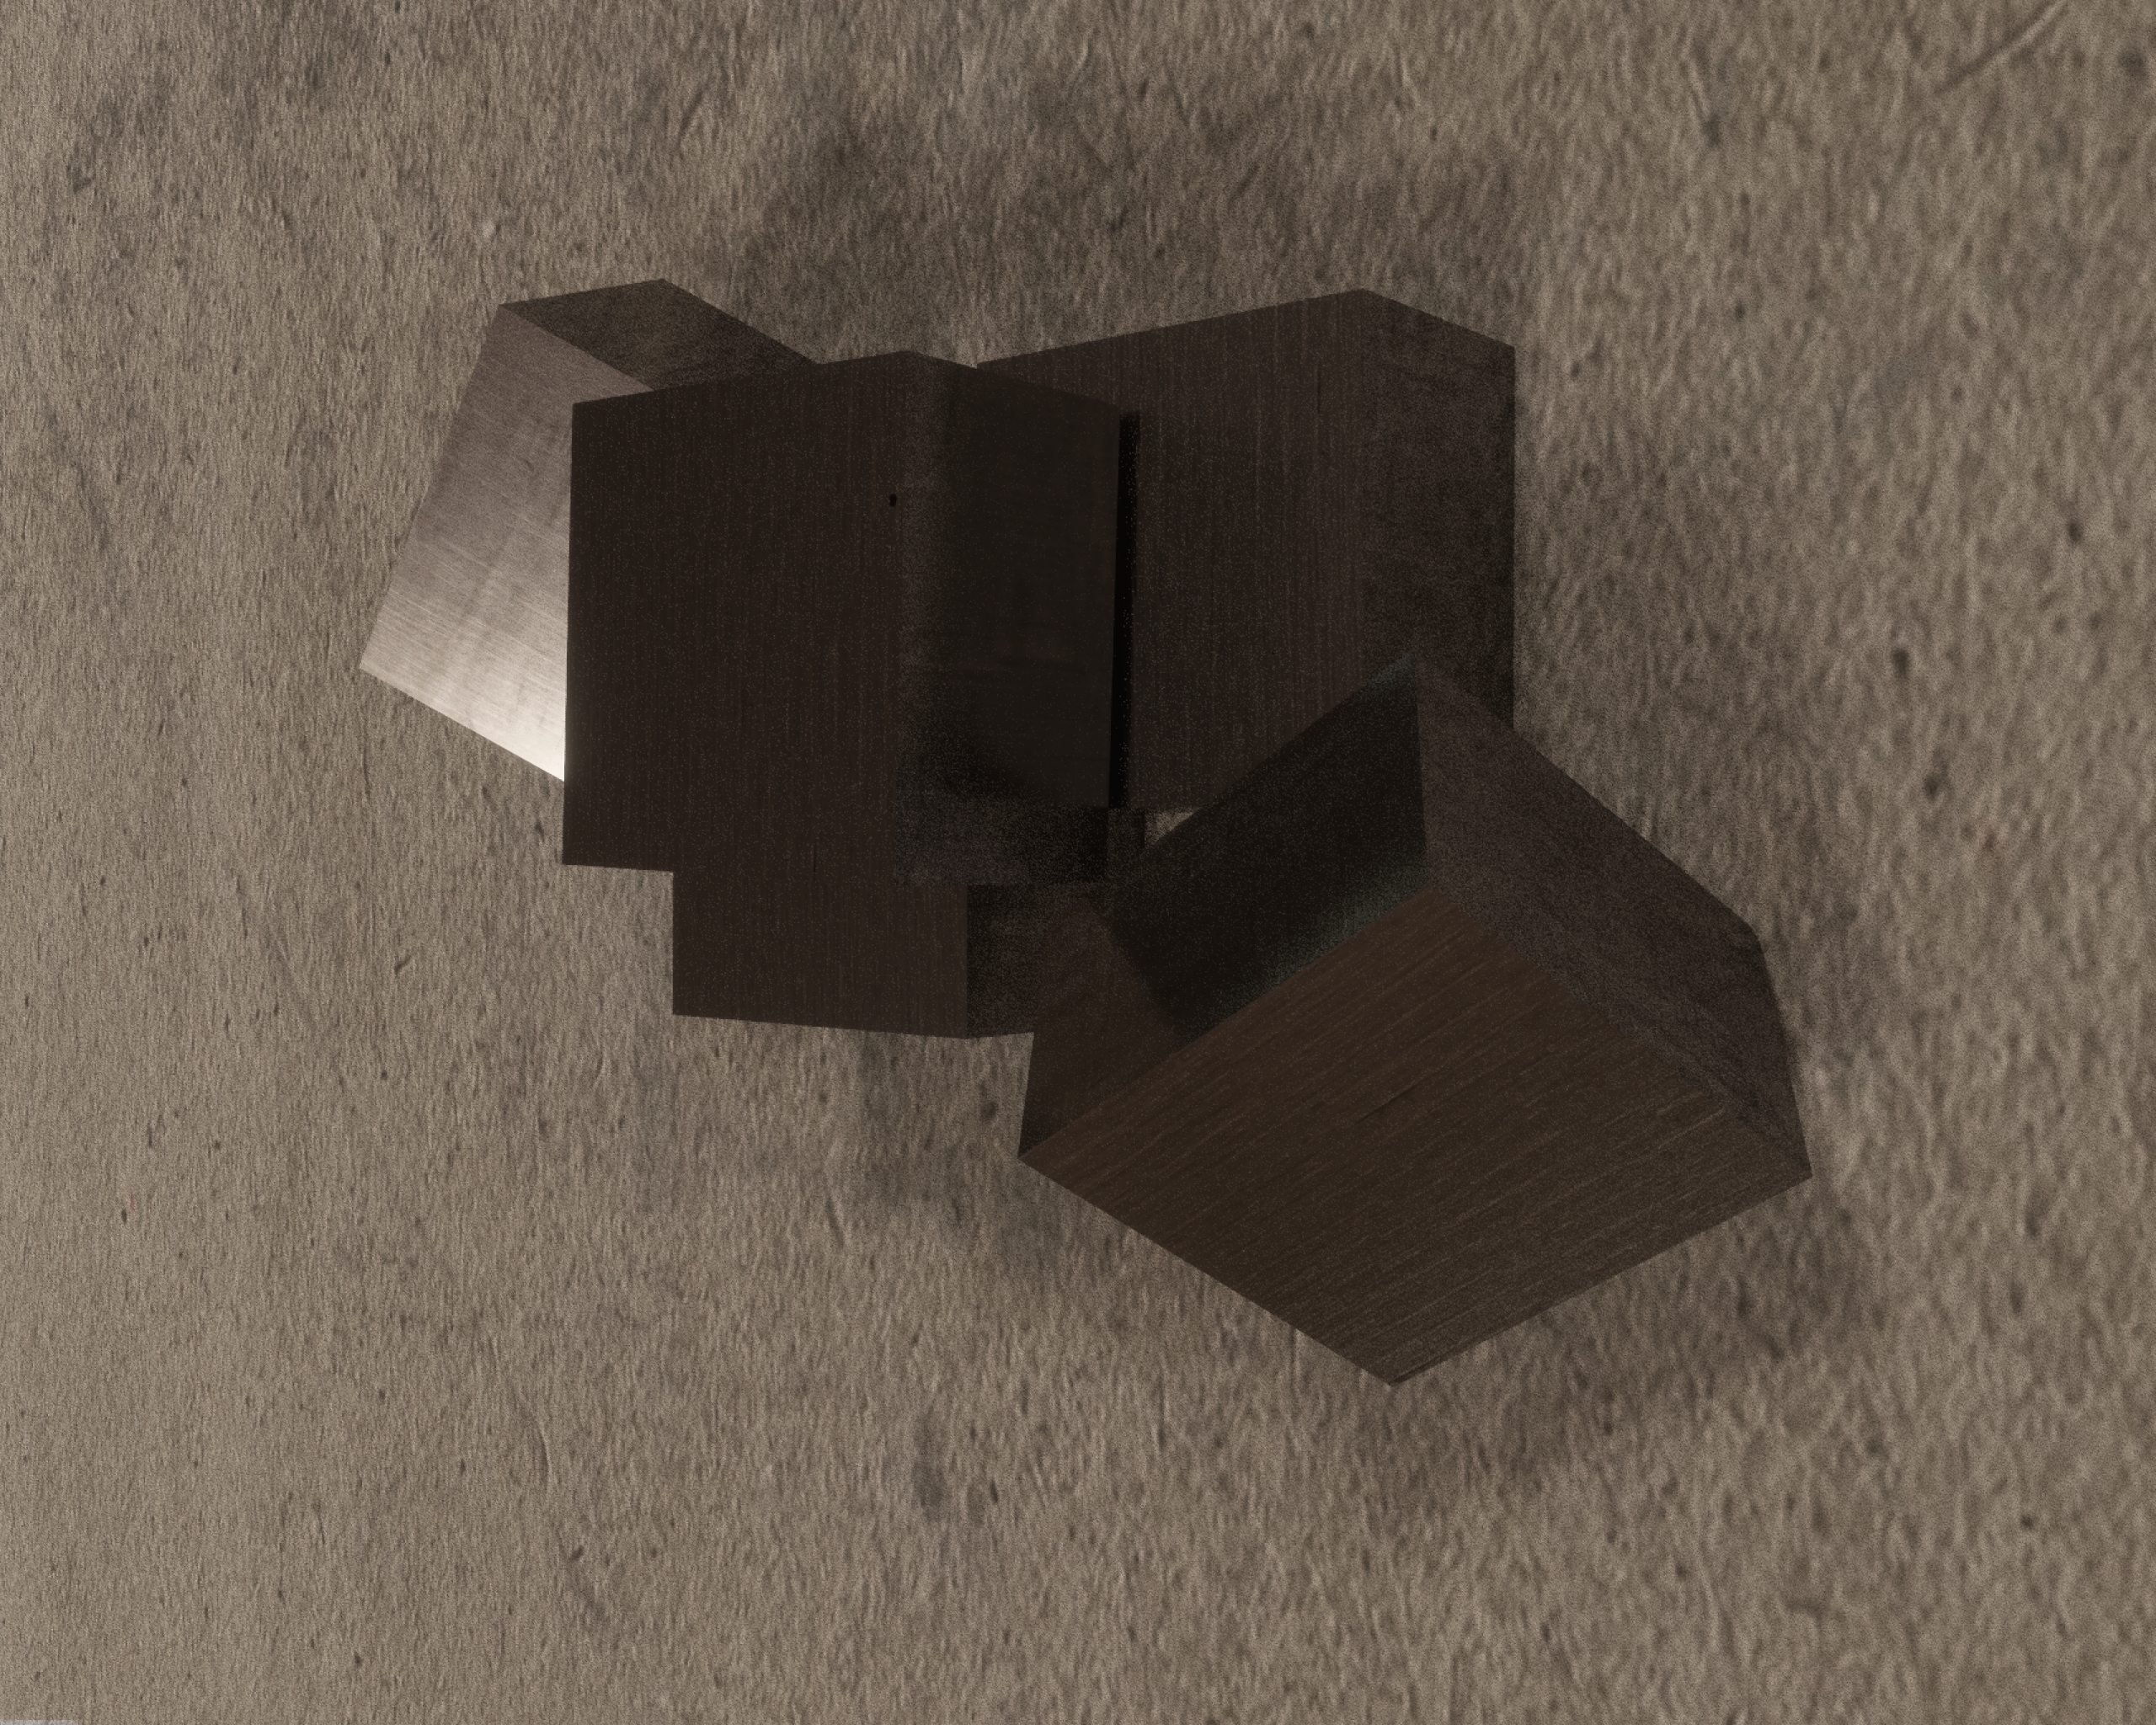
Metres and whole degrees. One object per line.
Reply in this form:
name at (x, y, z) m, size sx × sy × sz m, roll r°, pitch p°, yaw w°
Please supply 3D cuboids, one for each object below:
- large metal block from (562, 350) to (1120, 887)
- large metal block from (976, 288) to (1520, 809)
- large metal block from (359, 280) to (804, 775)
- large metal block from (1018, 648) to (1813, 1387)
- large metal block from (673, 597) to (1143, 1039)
large metal block at (-0.041, -0.038, 0.354) m, size 0.080 × 0.050 × 0.079 m, roll 3°, pitch 92°, yaw 39°
large metal block at (0.029, -0.049, 0.365) m, size 0.080 × 0.050 × 0.079 m, roll 0°, pitch 90°, yaw 39°
large metal block at (-0.095, -0.072, 0.438) m, size 0.050 × 0.080 × 0.080 m, roll 29°, pitch 112°, yaw 1°
large metal block at (0.050, 0.027, 0.320) m, size 0.080 × 0.080 × 0.050 m, roll -38°, pitch 29°, yaw 33°
large metal block at (-0.034, -0.009, 0.414) m, size 0.080 × 0.050 × 0.079 m, roll 0°, pitch 90°, yaw 39°
